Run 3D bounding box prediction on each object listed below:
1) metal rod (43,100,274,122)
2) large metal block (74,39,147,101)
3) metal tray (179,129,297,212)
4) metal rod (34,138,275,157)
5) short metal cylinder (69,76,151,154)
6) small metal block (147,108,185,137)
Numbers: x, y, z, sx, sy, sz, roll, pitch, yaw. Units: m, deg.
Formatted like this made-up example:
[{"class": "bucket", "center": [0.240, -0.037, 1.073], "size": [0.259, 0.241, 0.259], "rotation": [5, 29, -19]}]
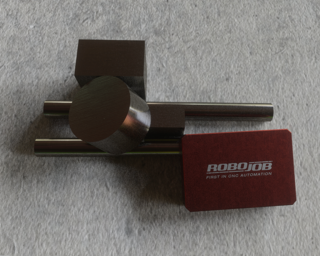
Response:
[{"class": "metal rod", "center": [-0.002, -0.023, 0.418], "size": [0.302, 0.025, 0.025], "rotation": [1, 70, 0]}, {"class": "large metal block", "center": [-0.059, -0.071, 0.406], "size": [0.081, 0.080, 0.050], "rotation": [1, 70, 0]}, {"class": "metal tray", "center": [0.092, 0.049, 0.375], "size": [0.131, 0.030, 0.089], "rotation": [-3, 88, -3]}, {"class": "metal rod", "center": [-0.006, 0.025, 0.401], "size": [0.302, 0.025, 0.025], "rotation": [0, 70, -1]}, {"class": "short metal cylinder", "center": [-0.058, -0.014, 0.363], "size": [0.080, 0.050, 0.080], "rotation": [-9, 66, 22]}, {"class": "small metal block", "center": [0.005, -0.004, 0.397], "size": [0.050, 0.050, 0.025], "rotation": [1, 70, 0]}]
